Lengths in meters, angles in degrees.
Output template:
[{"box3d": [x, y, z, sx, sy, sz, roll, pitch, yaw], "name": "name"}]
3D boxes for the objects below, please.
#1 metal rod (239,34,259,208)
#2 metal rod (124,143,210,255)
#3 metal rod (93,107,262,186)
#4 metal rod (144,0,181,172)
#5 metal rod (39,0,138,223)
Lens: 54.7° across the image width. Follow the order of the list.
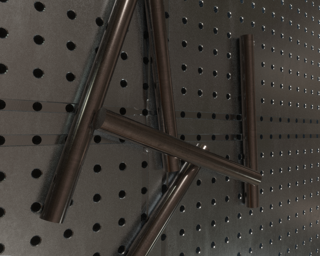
[{"box3d": [0.156, -0.011, 0.543, 0.025, 0.025, 0.298, -5, 93, -40], "name": "metal rod"}, {"box3d": [-0.015, 0.140, 0.398, 0.025, 0.025, 0.301, 52, 60, -28], "name": "metal rod"}, {"box3d": [0.046, 0.036, 0.416, 0.302, 0.025, 0.025, 23, 76, -38], "name": "metal rod"}, {"box3d": [0.001, -0.090, 0.411, 0.025, 0.025, 0.298, -11, 97, -40], "name": "metal rod"}, {"box3d": [-0.071, -0.046, 0.350, 0.025, 0.025, 0.299, 26, 74, -38], "name": "metal rod"}]
